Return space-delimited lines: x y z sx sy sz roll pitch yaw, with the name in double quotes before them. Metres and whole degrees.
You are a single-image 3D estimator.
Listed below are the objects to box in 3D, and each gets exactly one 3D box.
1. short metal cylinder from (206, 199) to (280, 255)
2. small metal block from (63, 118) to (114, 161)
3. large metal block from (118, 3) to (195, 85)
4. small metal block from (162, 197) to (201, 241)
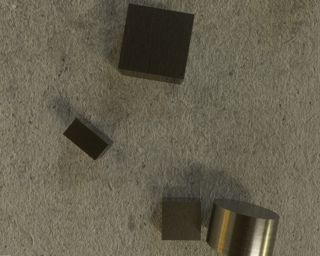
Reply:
"short metal cylinder" 0.102 0.124 0.384 0.080 0.080 0.050 11 90 -1
"small metal block" -0.089 0.013 0.396 0.050 0.050 0.025 40 90 -1
"large metal block" -0.005 -0.104 0.397 0.080 0.050 0.080 9 90 -1
"small metal block" 0.028 0.120 0.410 0.050 0.025 0.050 1 90 -1
